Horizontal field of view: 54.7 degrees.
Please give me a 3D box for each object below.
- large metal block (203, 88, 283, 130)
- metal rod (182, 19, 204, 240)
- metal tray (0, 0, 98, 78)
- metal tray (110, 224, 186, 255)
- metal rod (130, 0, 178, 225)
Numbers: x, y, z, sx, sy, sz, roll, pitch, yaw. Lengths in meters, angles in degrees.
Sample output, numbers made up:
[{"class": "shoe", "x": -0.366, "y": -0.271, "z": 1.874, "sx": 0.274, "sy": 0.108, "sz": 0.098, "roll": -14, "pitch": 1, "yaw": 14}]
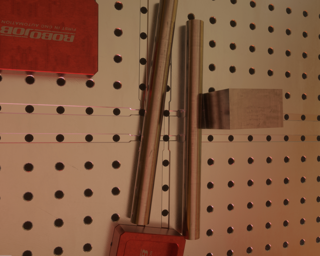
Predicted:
[{"class": "large metal block", "x": 0.108, "y": -0.025, "z": 0.425, "sx": 0.081, "sy": 0.080, "sz": 0.050, "roll": -2, "pitch": 91, "yaw": -20}, {"class": "metal rod", "x": 0.046, "y": 0.002, "z": 0.430, "sx": 0.025, "sy": 0.025, "sz": 0.298, "roll": 1, "pitch": 90, "yaw": -20}, {"class": "metal tray", "x": -0.140, "y": -0.108, "z": 0.358, "sx": 0.131, "sy": 0.030, "sz": 0.089, "roll": 0, "pitch": 90, "yaw": -21}, {"class": "metal tray", "x": -0.023, "y": 0.198, "z": 0.402, "sx": 0.091, "sy": 0.030, "sz": 0.129, "roll": 12, "pitch": 86, "yaw": -20}, {"class": "metal rod", "x": -0.007, "y": -0.025, "z": 0.410, "sx": 0.025, "sy": 0.025, "sz": 0.298, "roll": 8, "pitch": 87, "yaw": -20}]
